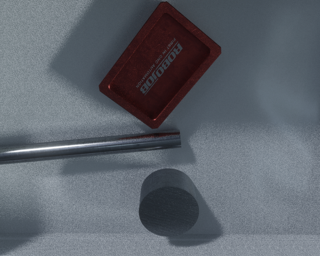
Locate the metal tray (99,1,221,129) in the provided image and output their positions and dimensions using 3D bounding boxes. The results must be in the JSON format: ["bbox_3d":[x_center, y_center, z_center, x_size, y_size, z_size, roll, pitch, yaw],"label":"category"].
[{"bbox_3d":[-0.001,-0.074,0.381,0.090,0.030,0.130,36,106,-13],"label":"metal tray"}]

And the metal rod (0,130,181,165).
[{"bbox_3d":[-0.123,0.029,0.420,0.302,0.025,0.025,-5,110,1],"label":"metal rod"}]

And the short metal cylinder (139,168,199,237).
[{"bbox_3d":[0.012,0.104,0.437,0.081,0.050,0.079,0,110,-1],"label":"short metal cylinder"}]
